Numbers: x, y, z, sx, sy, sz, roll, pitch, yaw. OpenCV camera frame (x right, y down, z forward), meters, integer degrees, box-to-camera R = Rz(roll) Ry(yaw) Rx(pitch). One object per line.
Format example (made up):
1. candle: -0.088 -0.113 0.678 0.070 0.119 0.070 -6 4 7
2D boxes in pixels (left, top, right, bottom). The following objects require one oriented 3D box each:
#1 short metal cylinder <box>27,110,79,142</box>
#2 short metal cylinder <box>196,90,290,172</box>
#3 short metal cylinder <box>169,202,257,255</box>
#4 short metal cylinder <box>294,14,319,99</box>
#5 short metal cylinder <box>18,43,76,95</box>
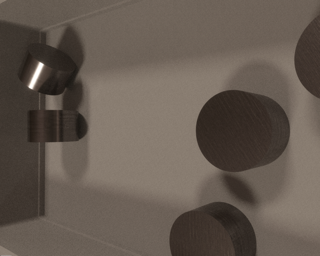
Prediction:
1. short metal cylinder: -0.176 -0.003 0.513 0.080 0.081 0.050 -1 90 39
2. short metal cylinder: 0.085 0.003 0.320 0.080 0.050 0.079 0 90 39
3. short metal cylinder: 0.058 0.126 0.342 0.080 0.050 0.079 0 90 39
4. short metal cylinder: 0.161 -0.058 0.257 0.080 0.050 0.079 0 90 39
5. short metal cylinder: -0.192 -0.100 0.526 0.080 0.081 0.050 50 119 28
